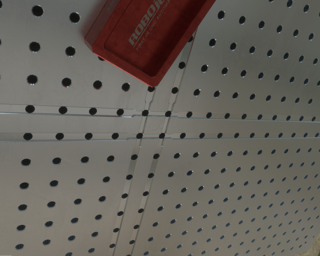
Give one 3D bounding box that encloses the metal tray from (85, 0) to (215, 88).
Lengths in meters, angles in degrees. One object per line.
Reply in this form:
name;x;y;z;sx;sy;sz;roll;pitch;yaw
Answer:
metal tray;-0.007;-0.119;0.331;0.090;0.030;0.129;27;104;-38
